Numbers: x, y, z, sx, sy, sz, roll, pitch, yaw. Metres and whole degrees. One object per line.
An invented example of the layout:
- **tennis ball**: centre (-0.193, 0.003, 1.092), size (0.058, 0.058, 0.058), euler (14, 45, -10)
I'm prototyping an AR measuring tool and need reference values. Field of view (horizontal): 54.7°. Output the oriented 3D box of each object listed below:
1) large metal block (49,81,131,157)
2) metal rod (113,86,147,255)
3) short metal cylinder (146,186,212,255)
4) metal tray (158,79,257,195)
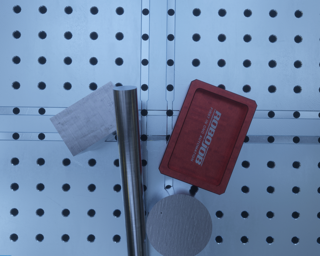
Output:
- **large metal block**: centre (-0.076, -0.011, 0.385), size (0.080, 0.080, 0.050), euler (-32, 90, 0)
- **metal rod**: centre (-0.031, 0.100, 0.367), size (0.025, 0.025, 0.298), euler (-2, 109, 0)
- **short metal cylinder**: centre (0.023, 0.120, 0.401), size (0.081, 0.050, 0.079), euler (0, 90, 0)
- **metal tray**: centre (0.062, 0.012, 0.411), size (0.090, 0.030, 0.129), euler (21, 90, 0)
